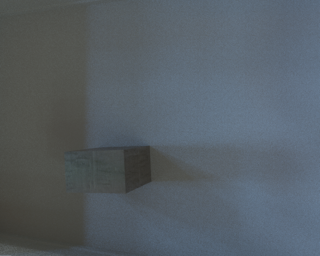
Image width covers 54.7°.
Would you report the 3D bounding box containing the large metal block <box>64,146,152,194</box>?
[{"bbox_3d":[-0.064,0.052,0.403,0.080,0.080,0.050,-3,89,19],"label":"large metal block"}]
